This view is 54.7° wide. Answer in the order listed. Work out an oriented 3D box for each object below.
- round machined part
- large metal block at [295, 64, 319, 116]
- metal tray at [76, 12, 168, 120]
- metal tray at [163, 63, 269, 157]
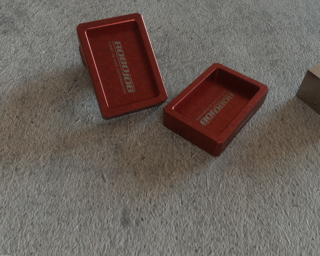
[{"bbox_3d":[-0.074,-0.113,0.487,0.099,0.042,0.098,0,50,0],"label":"round machined part"},{"bbox_3d":[0.258,-0.053,0.435,0.081,0.050,0.080,-24,54,-19],"label":"large metal block"},{"bbox_3d":[-0.052,-0.085,0.426,0.091,0.030,0.129,-17,86,-14],"label":"metal tray"},{"bbox_3d":[0.077,-0.031,0.426,0.090,0.030,0.131,32,57,23],"label":"metal tray"}]
